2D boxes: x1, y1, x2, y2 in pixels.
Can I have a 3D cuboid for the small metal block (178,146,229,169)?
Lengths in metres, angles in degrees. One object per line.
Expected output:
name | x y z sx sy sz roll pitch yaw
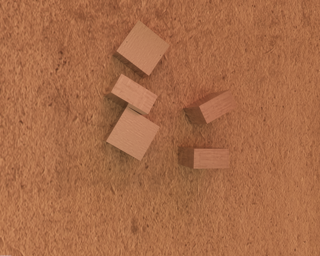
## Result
small metal block | 0.057 0.039 0.417 0.050 0.050 0.025 2 90 -20

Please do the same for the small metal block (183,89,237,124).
small metal block | 0.067 -0.028 0.420 0.050 0.050 0.025 -29 100 -18

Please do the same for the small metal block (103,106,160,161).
small metal block | -0.037 0.007 0.395 0.050 0.025 0.050 32 79 -17

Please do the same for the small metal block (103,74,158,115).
small metal block | -0.037 -0.039 0.382 0.050 0.050 0.025 30 80 -18

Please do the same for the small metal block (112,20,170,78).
small metal block | -0.024 -0.100 0.400 0.050 0.025 0.050 36 78 -17
